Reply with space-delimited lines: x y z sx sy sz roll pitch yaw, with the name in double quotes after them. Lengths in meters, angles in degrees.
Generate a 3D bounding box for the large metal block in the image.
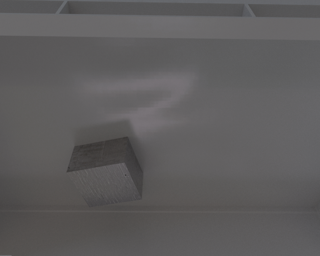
-0.075 0.065 0.447 0.080 0.050 0.080 -11 130 9 "large metal block"
